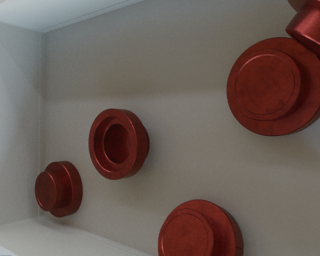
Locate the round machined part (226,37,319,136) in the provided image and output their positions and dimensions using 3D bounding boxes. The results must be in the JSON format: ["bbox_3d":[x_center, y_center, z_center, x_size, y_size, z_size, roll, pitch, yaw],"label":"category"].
[{"bbox_3d":[0.109,-0.040,0.305,0.098,0.042,0.097,0,90,39],"label":"round machined part"}]

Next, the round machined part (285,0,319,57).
[{"bbox_3d":[0.140,-0.077,0.241,0.098,0.099,0.042,46,112,30],"label":"round machined part"}]

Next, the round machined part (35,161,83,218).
[{"bbox_3d":[-0.183,0.108,0.543,0.098,0.042,0.097,0,90,39],"label":"round machined part"}]

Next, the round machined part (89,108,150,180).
[{"bbox_3d":[-0.053,0.022,0.438,0.098,0.042,0.097,0,90,39],"label":"round machined part"}]

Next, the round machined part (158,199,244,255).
[{"bbox_3d":[0.037,0.127,0.341,0.098,0.042,0.098,-19,55,30],"label":"round machined part"}]
